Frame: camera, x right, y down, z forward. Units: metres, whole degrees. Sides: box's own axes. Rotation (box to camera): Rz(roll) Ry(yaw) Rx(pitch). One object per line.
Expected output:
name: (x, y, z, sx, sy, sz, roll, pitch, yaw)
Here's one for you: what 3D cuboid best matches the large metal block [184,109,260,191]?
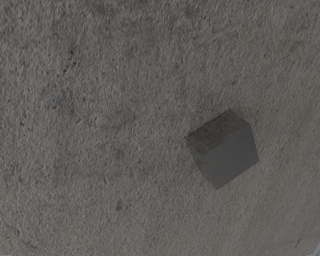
large metal block: (0.093, 0.032, 0.461, 0.080, 0.050, 0.080, -32, 129, -7)
